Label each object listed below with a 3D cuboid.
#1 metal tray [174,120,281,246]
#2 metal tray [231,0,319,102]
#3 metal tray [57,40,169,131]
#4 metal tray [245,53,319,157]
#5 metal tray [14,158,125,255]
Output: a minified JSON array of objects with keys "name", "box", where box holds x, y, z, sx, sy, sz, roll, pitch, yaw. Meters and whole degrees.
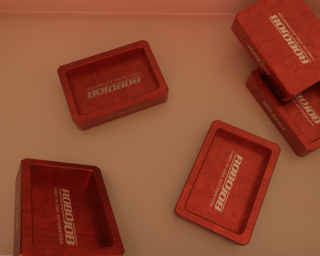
[{"name":"metal tray","box":[0.083,0.065,0.383,0.090,0.030,0.130,24,72,8]},{"name":"metal tray","box":[0.168,-0.112,0.409,0.090,0.030,0.130,-32,81,-4]},{"name":"metal tray","box":[-0.064,-0.060,0.428,0.131,0.030,0.090,-20,71,-7]},{"name":"metal tray","box":[0.191,-0.038,0.421,0.090,0.030,0.130,-28,72,-10]},{"name":"metal tray","box":[-0.097,0.086,0.317,0.091,0.030,0.130,11,27,-30]}]
